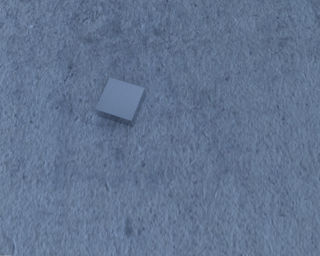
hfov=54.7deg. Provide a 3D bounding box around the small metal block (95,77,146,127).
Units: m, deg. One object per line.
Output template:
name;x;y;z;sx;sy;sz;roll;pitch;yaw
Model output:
small metal block;-0.052;-0.035;0.420;0.050;0.025;0.050;18;71;6
